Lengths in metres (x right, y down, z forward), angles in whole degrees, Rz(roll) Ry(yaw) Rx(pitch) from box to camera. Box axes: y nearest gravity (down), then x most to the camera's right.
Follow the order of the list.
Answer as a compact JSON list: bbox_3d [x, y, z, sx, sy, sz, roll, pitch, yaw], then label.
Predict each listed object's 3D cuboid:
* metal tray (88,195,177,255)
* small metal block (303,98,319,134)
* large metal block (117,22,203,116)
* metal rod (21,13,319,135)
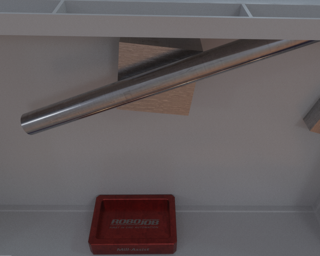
[{"bbox_3d":[-0.040,0.152,0.495,0.131,0.090,0.030,0,130,-1],"label":"metal tray"},{"bbox_3d":[0.225,-0.016,0.399,0.050,0.025,0.050,13,129,-12],"label":"small metal block"},{"bbox_3d":[-0.003,-0.063,0.339,0.081,0.050,0.079,5,130,-5],"label":"large metal block"},{"bbox_3d":[-0.002,-0.046,0.304,0.301,0.025,0.025,-17,128,13],"label":"metal rod"}]
